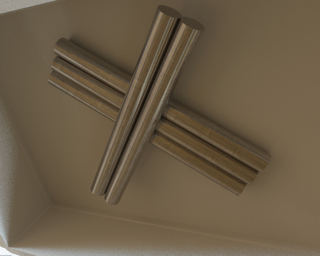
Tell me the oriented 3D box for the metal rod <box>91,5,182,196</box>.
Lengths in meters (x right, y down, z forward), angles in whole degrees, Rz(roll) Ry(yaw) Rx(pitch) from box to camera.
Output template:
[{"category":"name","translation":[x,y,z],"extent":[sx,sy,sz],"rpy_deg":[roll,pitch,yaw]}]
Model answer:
[{"category":"metal rod","translation":[-0.043,-0.008,0.392],"extent":[0.025,0.025,0.298],"rpy_deg":[32,129,7]}]

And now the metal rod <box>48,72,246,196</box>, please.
[{"category":"metal rod","translation":[-0.022,0.002,0.419],"extent":[0.301,0.025,0.025],"rpy_deg":[30,128,8]}]

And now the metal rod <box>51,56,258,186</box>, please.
[{"category":"metal rod","translation":[-0.012,-0.015,0.404],"extent":[0.301,0.025,0.025],"rpy_deg":[30,128,8]}]

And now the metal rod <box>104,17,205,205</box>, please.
[{"category":"metal rod","translation":[-0.021,0.004,0.389],"extent":[0.025,0.025,0.298],"rpy_deg":[32,129,7]}]

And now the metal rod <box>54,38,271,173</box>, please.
[{"category":"metal rod","translation":[-0.003,-0.033,0.388],"extent":[0.301,0.025,0.025],"rpy_deg":[30,128,8]}]
